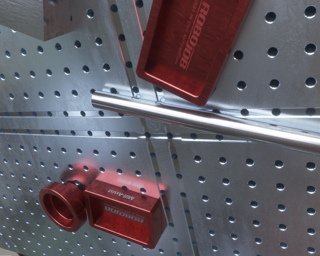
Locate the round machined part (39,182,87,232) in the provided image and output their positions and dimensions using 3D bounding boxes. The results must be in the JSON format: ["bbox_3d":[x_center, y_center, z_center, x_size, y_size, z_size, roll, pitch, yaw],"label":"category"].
[{"bbox_3d":[-0.171,0.139,0.569,0.098,0.042,0.097,17,126,26],"label":"round machined part"}]

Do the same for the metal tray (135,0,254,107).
[{"bbox_3d":[0.032,-0.097,0.329,0.090,0.030,0.129,27,128,10],"label":"metal tray"}]

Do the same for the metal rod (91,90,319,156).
[{"bbox_3d":[0.050,-0.009,0.378,0.301,0.025,0.025,13,124,20],"label":"metal rod"}]

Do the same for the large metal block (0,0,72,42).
[{"bbox_3d":[-0.156,-0.162,0.375,0.080,0.050,0.079,23,127,13],"label":"large metal block"}]

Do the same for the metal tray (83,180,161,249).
[{"bbox_3d":[-0.063,0.147,0.530,0.130,0.030,0.089,12,124,21],"label":"metal tray"}]
